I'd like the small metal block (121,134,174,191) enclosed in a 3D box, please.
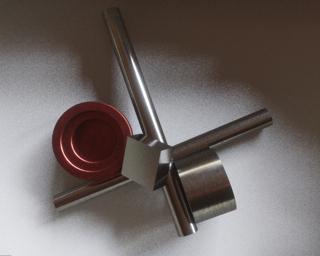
[{"bbox_3d":[-0.016,0.039,0.369,0.050,0.025,0.050,21,109,32],"label":"small metal block"}]

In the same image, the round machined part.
[{"bbox_3d":[-0.084,0.016,0.401,0.099,0.042,0.097,0,90,-1],"label":"round machined part"}]

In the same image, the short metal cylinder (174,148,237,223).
[{"bbox_3d":[0.054,0.071,0.383,0.050,0.080,0.080,-20,90,0],"label":"short metal cylinder"}]

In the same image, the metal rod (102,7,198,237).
[{"bbox_3d":[-0.015,-0.013,0.392,0.025,0.025,0.299,-19,83,0],"label":"metal rod"}]

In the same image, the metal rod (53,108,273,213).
[{"bbox_3d":[0.005,0.043,0.410,0.301,0.025,0.025,-23,90,-1],"label":"metal rod"}]
